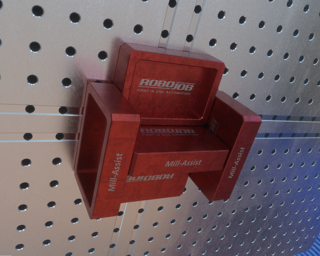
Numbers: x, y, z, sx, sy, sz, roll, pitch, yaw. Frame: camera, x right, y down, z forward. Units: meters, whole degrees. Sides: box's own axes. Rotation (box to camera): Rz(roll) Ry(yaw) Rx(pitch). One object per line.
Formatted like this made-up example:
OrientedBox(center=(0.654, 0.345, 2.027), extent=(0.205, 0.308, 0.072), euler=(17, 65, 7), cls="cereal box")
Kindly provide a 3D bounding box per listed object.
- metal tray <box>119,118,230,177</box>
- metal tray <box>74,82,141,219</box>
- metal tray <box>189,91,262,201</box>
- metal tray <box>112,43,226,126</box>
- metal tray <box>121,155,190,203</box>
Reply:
OrientedBox(center=(0.008, 0.018, 0.384), extent=(0.131, 0.090, 0.030), euler=(1, 118, -29), cls="metal tray")
OrientedBox(center=(-0.065, 0.024, 0.349), extent=(0.030, 0.090, 0.129), euler=(1, 118, -29), cls="metal tray")
OrientedBox(center=(0.078, 0.023, 0.427), extent=(0.030, 0.090, 0.129), euler=(1, 118, -29), cls="metal tray")
OrientedBox(center=(0.010, -0.049, 0.384), extent=(0.131, 0.030, 0.089), euler=(0, 118, -29), cls="metal tray")
OrientedBox(center=(-0.019, 0.057, 0.433), extent=(0.131, 0.030, 0.089), euler=(0, 118, -29), cls="metal tray")
